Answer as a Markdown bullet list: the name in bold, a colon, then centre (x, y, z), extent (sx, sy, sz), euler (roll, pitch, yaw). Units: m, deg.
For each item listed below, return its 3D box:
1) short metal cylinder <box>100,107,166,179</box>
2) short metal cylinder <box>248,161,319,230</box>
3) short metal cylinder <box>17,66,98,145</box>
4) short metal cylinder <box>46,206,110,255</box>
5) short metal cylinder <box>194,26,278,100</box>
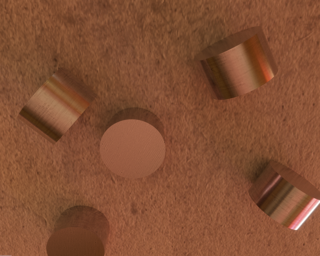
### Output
- **short metal cylinder**: centre (-0.034, 0.018, 0.403), extent (0.081, 0.050, 0.079), euler (0, 110, -1)
- **short metal cylinder**: centre (0.168, 0.088, 0.416), extent (0.080, 0.080, 0.050), euler (27, 108, -10)
- **short metal cylinder**: centre (-0.120, -0.026, 0.369), extent (0.050, 0.080, 0.080), euler (41, 105, -14)
- **short metal cylinder**: centre (-0.118, 0.162, 0.455), extent (0.081, 0.050, 0.079), euler (0, 110, -1)
- **short metal cylinder**: centre (0.086, -0.074, 0.354), extent (0.080, 0.080, 0.050), euler (-26, 108, 9)
